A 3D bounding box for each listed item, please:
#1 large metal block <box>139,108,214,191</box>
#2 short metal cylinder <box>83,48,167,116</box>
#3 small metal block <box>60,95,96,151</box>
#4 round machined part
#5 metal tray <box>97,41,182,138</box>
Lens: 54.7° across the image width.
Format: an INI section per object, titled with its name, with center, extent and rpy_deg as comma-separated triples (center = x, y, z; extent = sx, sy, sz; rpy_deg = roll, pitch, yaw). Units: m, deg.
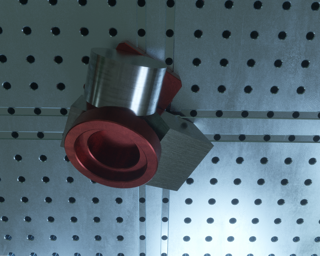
[large metal block]
center = 0.006, 0.028, 0.391
extent = 0.080, 0.050, 0.080
rpy_deg = 21, 112, -41
[short metal cylinder]
center = -0.037, -0.051, 0.332
extent = 0.081, 0.080, 0.050
rpy_deg = 13, 110, -5
[small metal block]
center = -0.092, -0.006, 0.363
extent = 0.025, 0.050, 0.050
rpy_deg = 18, 109, -7
[round machined part]
center = -0.047, 0.017, 0.330
extent = 0.098, 0.042, 0.097
rpy_deg = 7, 131, 8
[metal tray]
center = -0.045, -0.033, 0.398
extent = 0.090, 0.030, 0.129
rpy_deg = 33, 106, -12
